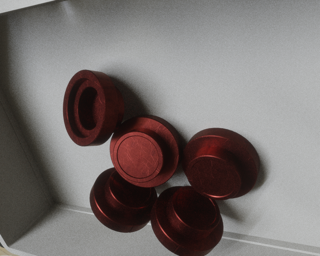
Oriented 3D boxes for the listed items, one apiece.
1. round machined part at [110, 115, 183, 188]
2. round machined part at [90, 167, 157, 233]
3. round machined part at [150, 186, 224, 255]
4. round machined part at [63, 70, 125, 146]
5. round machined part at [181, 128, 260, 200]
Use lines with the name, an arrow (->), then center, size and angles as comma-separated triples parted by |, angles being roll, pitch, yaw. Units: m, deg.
round machined part -> -0.022, 0.033, 0.410 | 0.098, 0.042, 0.097 | 3, 101, 16
round machined part -> -0.047, 0.095, 0.445 | 0.098, 0.098, 0.042 | 35, 129, 4
round machined part -> 0.040, 0.117, 0.412 | 0.098, 0.098, 0.042 | 31, 128, 8
round machined part -> -0.084, -0.025, 0.408 | 0.098, 0.042, 0.097 | 0, 90, 44
round machined part -> 0.072, 0.052, 0.392 | 0.098, 0.042, 0.097 | 13, 124, 21
